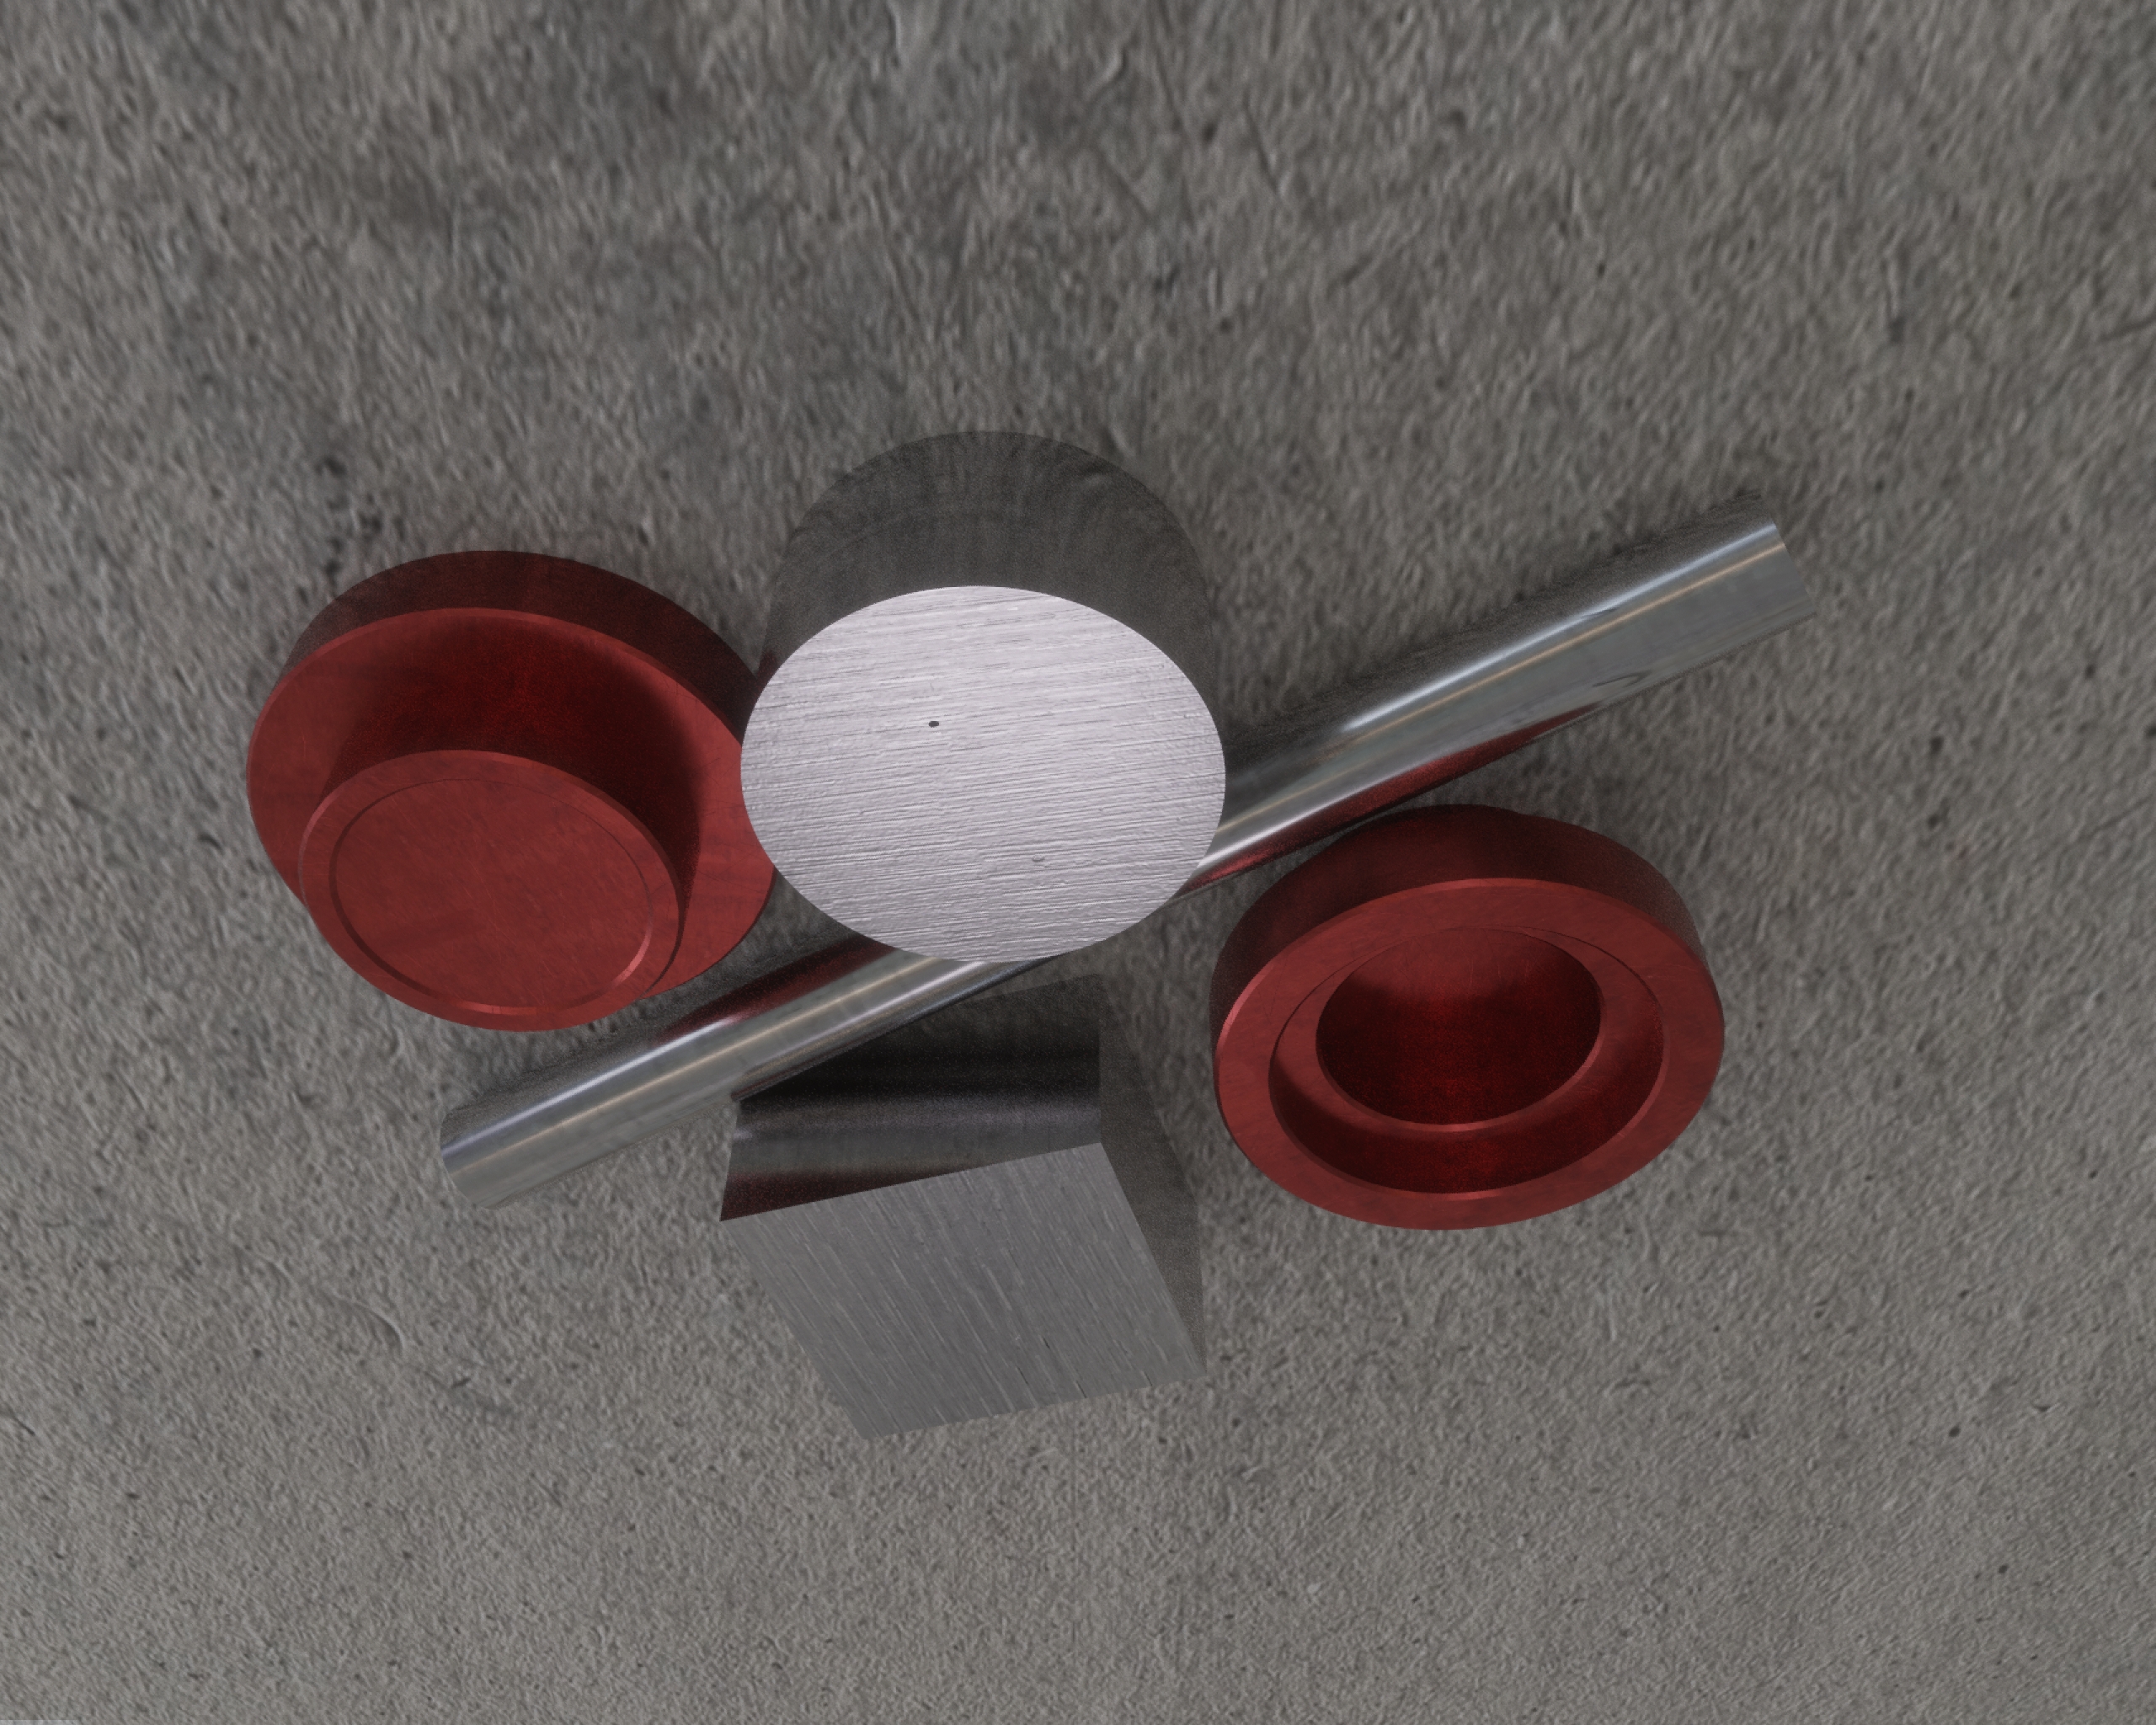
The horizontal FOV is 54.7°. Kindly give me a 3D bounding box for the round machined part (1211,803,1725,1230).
[{"bbox_3d":[0.076,0.027,0.421,0.099,0.042,0.097,0,130,0],"label":"round machined part"}]

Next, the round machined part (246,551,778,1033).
[{"bbox_3d":[-0.105,-0.006,0.391,0.099,0.042,0.097,0,130,0],"label":"round machined part"}]

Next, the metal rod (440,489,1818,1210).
[{"bbox_3d":[-0.004,0.006,0.414,0.300,0.025,0.025,-25,126,19],"label":"metal rod"}]

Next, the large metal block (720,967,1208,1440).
[{"bbox_3d":[-0.022,0.076,0.458,0.080,0.050,0.080,-13,129,11],"label":"large metal block"}]

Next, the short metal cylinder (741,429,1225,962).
[{"bbox_3d":[-0.016,-0.029,0.367,0.081,0.050,0.079,0,130,0],"label":"short metal cylinder"}]
